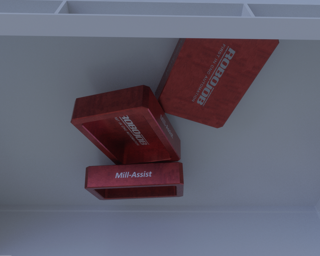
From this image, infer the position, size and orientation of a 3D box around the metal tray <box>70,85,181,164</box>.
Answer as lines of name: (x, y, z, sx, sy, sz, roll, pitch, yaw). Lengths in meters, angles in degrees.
metal tray: (-0.035, 0.005, 0.379, 0.090, 0.030, 0.130, -9, 147, 16)

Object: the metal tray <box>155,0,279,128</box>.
metal tray: (0.058, -0.065, 0.351, 0.091, 0.030, 0.129, 16, 128, -14)

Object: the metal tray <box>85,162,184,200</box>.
metal tray: (-0.032, 0.079, 0.448, 0.131, 0.030, 0.090, -3, 157, 2)
